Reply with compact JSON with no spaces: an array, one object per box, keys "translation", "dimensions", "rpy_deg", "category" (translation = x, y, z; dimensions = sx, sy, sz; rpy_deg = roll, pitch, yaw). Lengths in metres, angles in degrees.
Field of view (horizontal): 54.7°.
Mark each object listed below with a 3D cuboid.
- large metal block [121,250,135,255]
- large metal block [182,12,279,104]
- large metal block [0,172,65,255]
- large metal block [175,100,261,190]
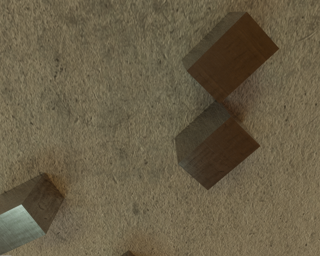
[{"translation":[-0.043,0.252,0.473],"dimensions":[0.050,0.080,0.080],"rpy_deg":[-39,106,13],"category":"large metal block"},{"translation":[0.073,-0.083,0.350],"dimensions":[0.050,0.080,0.080],"rpy_deg":[43,105,-14],"category":"large metal block"},{"translation":[-0.189,0.116,0.421],"dimensions":[0.080,0.080,0.050],"rpy_deg":[-26,108,9],"category":"large metal block"},{"translation":[0.066,0.017,0.387],"dimensions":[0.050,0.080,0.080],"rpy_deg":[43,105,-14],"category":"large metal block"}]
